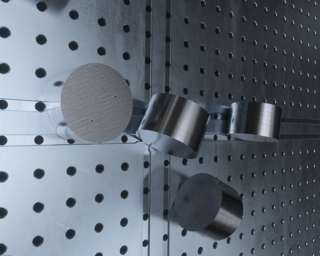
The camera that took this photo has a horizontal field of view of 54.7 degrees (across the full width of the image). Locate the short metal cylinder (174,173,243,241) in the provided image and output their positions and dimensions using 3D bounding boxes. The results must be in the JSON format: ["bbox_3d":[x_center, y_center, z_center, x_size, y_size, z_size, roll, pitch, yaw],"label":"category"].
[{"bbox_3d":[0.066,0.109,0.429,0.050,0.080,0.080,34,69,-35],"label":"short metal cylinder"}]

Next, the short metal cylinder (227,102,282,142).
[{"bbox_3d":[0.152,-0.008,0.500,0.081,0.080,0.050,15,81,-39],"label":"short metal cylinder"}]

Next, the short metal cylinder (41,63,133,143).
[{"bbox_3d":[-0.076,-0.025,0.328,0.081,0.050,0.079,0,90,-40],"label":"short metal cylinder"}]

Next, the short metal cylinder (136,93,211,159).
[{"bbox_3d":[0.017,-0.001,0.387,0.080,0.080,0.050,35,68,-35],"label":"short metal cylinder"}]
